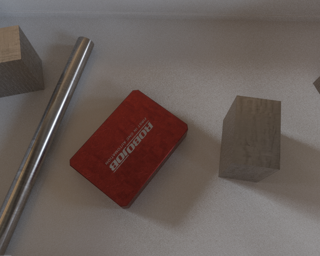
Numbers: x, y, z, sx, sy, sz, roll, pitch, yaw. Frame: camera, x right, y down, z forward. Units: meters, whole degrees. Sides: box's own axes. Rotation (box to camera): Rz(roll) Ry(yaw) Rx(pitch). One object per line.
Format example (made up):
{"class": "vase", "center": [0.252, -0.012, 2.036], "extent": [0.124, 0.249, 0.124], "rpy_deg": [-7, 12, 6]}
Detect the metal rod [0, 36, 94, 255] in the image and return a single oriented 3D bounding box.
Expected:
{"class": "metal rod", "center": [-0.150, 0.009, 0.404], "extent": [0.025, 0.025, 0.299], "rpy_deg": [15, 70, 5]}

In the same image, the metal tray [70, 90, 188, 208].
{"class": "metal tray", "center": [-0.037, 0.025, 0.397], "extent": [0.090, 0.030, 0.130], "rpy_deg": [36, 74, 12]}

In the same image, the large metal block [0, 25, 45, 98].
{"class": "large metal block", "center": [-0.209, -0.083, 0.408], "extent": [0.081, 0.080, 0.050], "rpy_deg": [-12, 71, -5]}

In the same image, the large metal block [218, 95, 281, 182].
{"class": "large metal block", "center": [0.106, 0.017, 0.376], "extent": [0.050, 0.080, 0.080], "rpy_deg": [8, 70, 3]}

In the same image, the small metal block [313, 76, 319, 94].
{"class": "small metal block", "center": [0.243, -0.056, 0.420], "extent": [0.025, 0.050, 0.050], "rpy_deg": [-20, 72, -7]}
